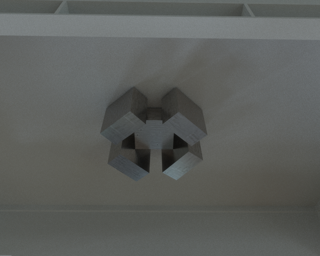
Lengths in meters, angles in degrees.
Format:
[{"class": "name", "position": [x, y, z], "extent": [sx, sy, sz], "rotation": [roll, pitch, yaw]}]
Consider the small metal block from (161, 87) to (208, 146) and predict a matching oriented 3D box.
[{"class": "small metal block", "position": [0.029, -0.014, 0.378], "extent": [0.025, 0.050, 0.050], "rotation": [-38, 122, 26]}]

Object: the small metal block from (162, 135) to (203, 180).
[{"class": "small metal block", "position": [0.028, 0.034, 0.418], "extent": [0.025, 0.050, 0.050], "rotation": [33, 122, -26]}]

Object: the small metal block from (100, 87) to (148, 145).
[{"class": "small metal block", "position": [-0.043, -0.015, 0.377], "extent": [0.050, 0.050, 0.025], "rotation": [-34, 122, 26]}]

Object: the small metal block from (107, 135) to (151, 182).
[{"class": "small metal block", "position": [-0.040, 0.036, 0.421], "extent": [0.025, 0.050, 0.050], "rotation": [-37, 121, 28]}]

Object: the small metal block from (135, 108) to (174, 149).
[{"class": "small metal block", "position": [-0.007, 0.001, 0.407], "extent": [0.050, 0.025, 0.050], "rotation": [0, 130, -1]}]
